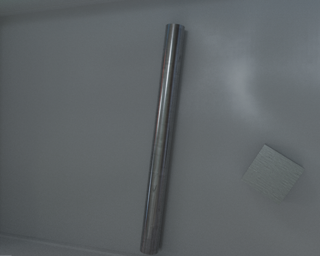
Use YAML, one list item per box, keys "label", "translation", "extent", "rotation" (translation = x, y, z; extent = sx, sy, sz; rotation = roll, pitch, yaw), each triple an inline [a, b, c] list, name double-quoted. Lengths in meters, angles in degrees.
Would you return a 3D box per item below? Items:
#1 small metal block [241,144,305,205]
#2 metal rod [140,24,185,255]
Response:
- label: "small metal block"
  translation: [0.132, 0.053, 0.364]
  extent: [0.050, 0.025, 0.050]
  rotation: [34, 101, 16]
- label: "metal rod"
  translation: [0.003, 0.016, 0.408]
  extent: [0.025, 0.025, 0.298]
  rotation: [8, 92, 19]
